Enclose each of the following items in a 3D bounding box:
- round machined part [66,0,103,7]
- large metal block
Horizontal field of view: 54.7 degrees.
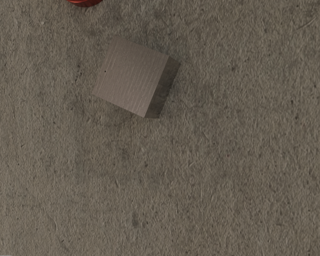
[{"bbox_3d":[-0.114,-0.228,0.440,0.098,0.042,0.097,0,90,20],"label":"round machined part"},{"bbox_3d":[-0.030,-0.065,0.406,0.080,0.050,0.080,25,98,18],"label":"large metal block"}]
